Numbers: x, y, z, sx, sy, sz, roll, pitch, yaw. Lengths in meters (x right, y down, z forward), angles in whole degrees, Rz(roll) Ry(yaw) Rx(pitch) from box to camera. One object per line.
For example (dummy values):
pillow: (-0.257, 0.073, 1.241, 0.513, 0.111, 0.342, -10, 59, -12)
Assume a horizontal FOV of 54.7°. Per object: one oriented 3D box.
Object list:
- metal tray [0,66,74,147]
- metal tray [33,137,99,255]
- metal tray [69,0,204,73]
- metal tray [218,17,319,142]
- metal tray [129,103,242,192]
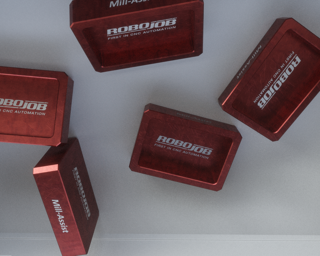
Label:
metal tray: (-0.178, -0.027, 0.378, 0.131, 0.030, 0.089, 5, 86, -2)
metal tray: (-0.117, 0.089, 0.408, 0.030, 0.090, 0.129, -9, 110, 3)
metal tray: (-0.020, -0.106, 0.338, 0.131, 0.090, 0.030, -9, 68, 3)
metal tray: (0.147, -0.058, 0.388, 0.090, 0.030, 0.129, 31, 107, -11)
metal tray: (0.032, 0.027, 0.418, 0.131, 0.030, 0.089, 15, 109, -6)
